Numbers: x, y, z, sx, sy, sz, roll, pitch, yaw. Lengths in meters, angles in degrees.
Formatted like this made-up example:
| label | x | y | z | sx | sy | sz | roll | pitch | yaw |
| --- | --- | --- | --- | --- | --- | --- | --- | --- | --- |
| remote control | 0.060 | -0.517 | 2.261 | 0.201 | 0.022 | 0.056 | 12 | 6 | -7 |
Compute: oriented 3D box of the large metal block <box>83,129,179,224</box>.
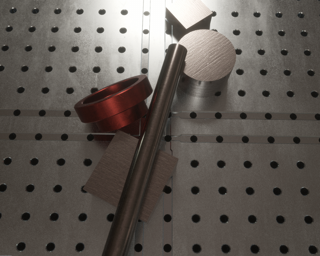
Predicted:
| label | x | y | z | sx | sy | sz | roll | pitch | yaw |
| --- | --- | --- | --- | --- | --- | --- | --- | --- | --- |
| large metal block | -0.032 | 0.060 | 0.376 | 0.080 | 0.050 | 0.080 | 26 | 72 | 8 |

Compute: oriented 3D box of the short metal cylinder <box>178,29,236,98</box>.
| label | x | y | z | sx | sy | sz | roll | pitch | yaw |
| --- | --- | --- | --- | --- | --- | --- | --- | --- | --- |
| short metal cylinder | 0.060 | -0.089 | 0.432 | 0.081 | 0.050 | 0.080 | 0 | 70 | 0 |

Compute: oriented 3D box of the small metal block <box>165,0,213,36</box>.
| label | x | y | z | sx | sy | sz | roll | pitch | yaw |
| --- | --- | --- | --- | --- | --- | --- | --- | --- | --- |
| small metal block | 0.044 | -0.173 | 0.476 | 0.050 | 0.025 | 0.050 | -35 | 74 | -12 |

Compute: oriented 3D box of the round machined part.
| label | x | y | z | sx | sy | sz | roll | pitch | yaw |
| --- | --- | --- | --- | --- | --- | --- | --- | --- | --- |
| round machined part | -0.054 | -0.029 | 0.393 | 0.099 | 0.098 | 0.042 | -26 | 108 | -10 |

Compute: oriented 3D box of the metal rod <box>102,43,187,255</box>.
| label | x | y | z | sx | sy | sz | roll | pitch | yaw |
| --- | --- | --- | --- | --- | --- | --- | --- | --- | --- |
| metal rod | -0.018 | 0.035 | 0.345 | 0.025 | 0.025 | 0.299 | 15 | 70 | 5 |
